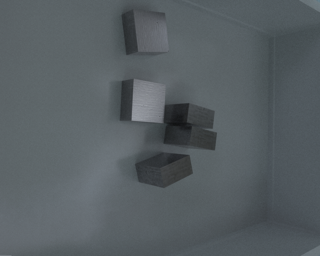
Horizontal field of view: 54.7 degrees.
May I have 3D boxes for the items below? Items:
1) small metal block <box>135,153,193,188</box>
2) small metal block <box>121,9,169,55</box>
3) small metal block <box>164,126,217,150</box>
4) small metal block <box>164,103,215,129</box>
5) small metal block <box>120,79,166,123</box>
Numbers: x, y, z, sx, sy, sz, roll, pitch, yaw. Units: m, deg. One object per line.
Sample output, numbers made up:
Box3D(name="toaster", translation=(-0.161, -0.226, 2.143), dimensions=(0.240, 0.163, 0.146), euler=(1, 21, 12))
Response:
Box3D(name="small metal block", translation=(0.005, 0.052, 0.397), dimensions=(0.050, 0.050, 0.025), euler=(-19, 102, -39))
Box3D(name="small metal block", translation=(-0.018, -0.120, 0.393), dimensions=(0.050, 0.025, 0.050), euler=(-11, 97, -40))
Box3D(name="small metal block", translation=(0.042, 0.014, 0.428), dimensions=(0.050, 0.050, 0.025), euler=(13, 82, -40))
Box3D(name="small metal block", translation=(0.038, -0.015, 0.425), dimensions=(0.050, 0.050, 0.025), euler=(12, 82, -40))
Box3D(name="small metal block", translation=(-0.021, -0.032, 0.391), dimensions=(0.050, 0.025, 0.050), euler=(4, 87, -40))
